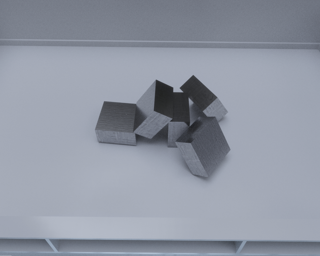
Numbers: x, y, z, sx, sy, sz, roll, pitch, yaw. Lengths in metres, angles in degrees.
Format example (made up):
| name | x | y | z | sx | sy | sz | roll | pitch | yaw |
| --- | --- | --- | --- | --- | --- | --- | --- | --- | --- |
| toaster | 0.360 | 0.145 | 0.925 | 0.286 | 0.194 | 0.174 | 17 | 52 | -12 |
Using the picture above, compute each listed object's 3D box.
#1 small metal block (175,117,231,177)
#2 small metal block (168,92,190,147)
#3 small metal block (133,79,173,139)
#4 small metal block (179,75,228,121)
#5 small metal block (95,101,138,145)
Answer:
| name | x | y | z | sx | sy | sz | roll | pitch | yaw |
| --- | --- | --- | --- | --- | --- | --- | --- | --- | --- |
| small metal block | 0.052 | 0.021 | 0.366 | 0.025 | 0.050 | 0.050 | 2 | 38 | 50 |
| small metal block | 0.023 | -0.010 | 0.396 | 0.025 | 0.050 | 0.050 | 1 | 50 | 0 |
| small metal block | -0.008 | -0.022 | 0.382 | 0.025 | 0.050 | 0.050 | 22 | 49 | -23 |
| small metal block | 0.059 | -0.037 | 0.415 | 0.025 | 0.050 | 0.050 | -44 | 57 | 7 |
| small metal block | -0.053 | -0.007 | 0.407 | 0.050 | 0.025 | 0.050 | 5 | 50 | 4 |
